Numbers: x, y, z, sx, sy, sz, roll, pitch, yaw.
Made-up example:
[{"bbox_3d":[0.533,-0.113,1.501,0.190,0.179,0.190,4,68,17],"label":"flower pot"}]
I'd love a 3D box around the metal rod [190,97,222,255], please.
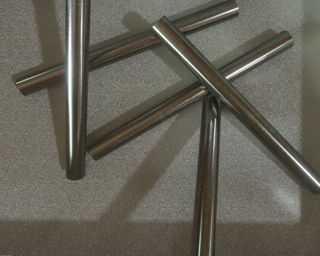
[{"bbox_3d":[0.050,0.094,0.340,0.025,0.025,0.300,9,61,0],"label":"metal rod"}]

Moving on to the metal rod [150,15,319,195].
[{"bbox_3d":[0.105,-0.023,0.392,0.300,0.025,0.025,44,90,-8],"label":"metal rod"}]

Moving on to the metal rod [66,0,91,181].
[{"bbox_3d":[-0.093,-0.070,0.347,0.025,0.025,0.298,8,116,0],"label":"metal rod"}]

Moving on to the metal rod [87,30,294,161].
[{"bbox_3d":[0.040,-0.043,0.411,0.301,0.025,0.025,-30,90,0],"label":"metal rod"}]

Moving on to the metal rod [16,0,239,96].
[{"bbox_3d":[-0.042,-0.107,0.410,0.301,0.025,0.025,-21,90,0],"label":"metal rod"}]
